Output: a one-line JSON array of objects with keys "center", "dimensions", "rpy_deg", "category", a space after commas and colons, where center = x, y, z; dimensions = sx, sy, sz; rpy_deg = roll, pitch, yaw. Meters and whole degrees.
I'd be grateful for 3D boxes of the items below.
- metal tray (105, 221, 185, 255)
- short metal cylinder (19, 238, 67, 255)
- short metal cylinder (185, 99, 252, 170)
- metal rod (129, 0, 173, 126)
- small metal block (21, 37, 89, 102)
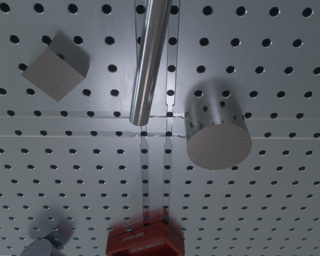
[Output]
[{"center": [-0.028, 0.234, 0.607], "dimensions": [0.130, 0.030, 0.090], "rpy_deg": [-24, 126, 19], "category": "metal tray"}, {"center": [-0.228, 0.263, 0.597], "dimensions": [0.080, 0.080, 0.050], "rpy_deg": [-19, 128, 15], "category": "short metal cylinder"}, {"center": [0.074, 0.009, 0.404], "dimensions": [0.081, 0.050, 0.079], "rpy_deg": [0, 130, 0], "category": "short metal cylinder"}, {"center": [-0.001, -0.122, 0.307], "dimensions": [0.025, 0.025, 0.298], "rpy_deg": [8, 130, -7], "category": "metal rod"}, {"center": [-0.119, -0.065, 0.355], "dimensions": [0.050, 0.025, 0.050], "rpy_deg": [-34, 123, 25], "category": "small metal block"}]
